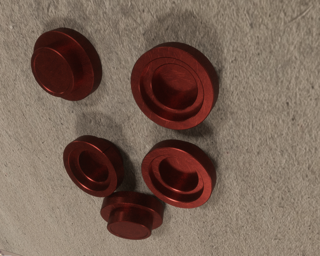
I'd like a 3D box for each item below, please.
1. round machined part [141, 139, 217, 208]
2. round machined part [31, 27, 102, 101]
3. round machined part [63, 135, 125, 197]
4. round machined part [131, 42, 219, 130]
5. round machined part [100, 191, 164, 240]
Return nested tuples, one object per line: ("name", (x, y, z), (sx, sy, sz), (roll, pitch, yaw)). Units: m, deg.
("round machined part", (0.028, 0.056, 0.415), (0.098, 0.042, 0.097), (13, 124, 20))
("round machined part", (-0.131, -0.080, 0.413), (0.098, 0.042, 0.097), (13, 124, 20))
("round machined part", (-0.096, 0.054, 0.475), (0.098, 0.042, 0.097), (13, 121, 23))
("round machined part", (0.020, -0.050, 0.353), (0.098, 0.042, 0.097), (13, 124, 20))
("round machined part", (-0.045, 0.141, 0.482), (0.099, 0.042, 0.097), (5, 139, 4))
